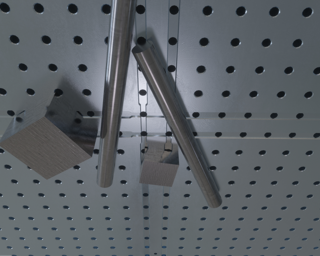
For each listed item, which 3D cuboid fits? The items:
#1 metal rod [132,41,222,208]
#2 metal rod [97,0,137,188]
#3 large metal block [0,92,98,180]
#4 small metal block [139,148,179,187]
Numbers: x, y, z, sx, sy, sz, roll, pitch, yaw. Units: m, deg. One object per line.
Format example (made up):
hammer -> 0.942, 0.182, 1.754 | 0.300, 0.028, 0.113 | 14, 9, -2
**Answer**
metal rod -> 0.036, 0.017, 0.426 | 0.025, 0.025, 0.299 | -17, 128, 14
metal rod -> -0.059, -0.029, 0.386 | 0.025, 0.025, 0.298 | 8, 130, -7
large metal block -> -0.142, 0.012, 0.404 | 0.080, 0.050, 0.080 | -27, 126, 20
small metal block -> -0.002, 0.060, 0.462 | 0.050, 0.025, 0.050 | 8, 130, -7
